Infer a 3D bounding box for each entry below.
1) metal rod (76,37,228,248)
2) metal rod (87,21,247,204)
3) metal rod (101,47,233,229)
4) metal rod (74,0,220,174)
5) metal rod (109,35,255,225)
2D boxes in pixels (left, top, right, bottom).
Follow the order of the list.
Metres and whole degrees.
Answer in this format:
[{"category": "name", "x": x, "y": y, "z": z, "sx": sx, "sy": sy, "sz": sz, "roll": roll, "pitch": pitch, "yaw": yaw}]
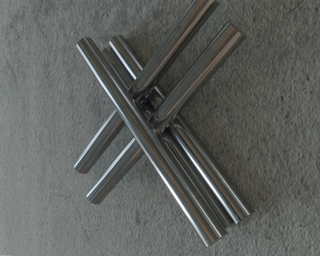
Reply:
[{"category": "metal rod", "x": -0.024, "y": -0.003, "z": 0.359, "sx": 0.025, "sy": 0.025, "sz": 0.299, "roll": -50, "pitch": 61, "yaw": 28}, {"category": "metal rod", "x": -0.009, "y": 0.001, "z": 0.379, "sx": 0.299, "sy": 0.025, "sz": 0.025, "roll": -49, "pitch": 61, "yaw": 28}, {"category": "metal rod", "x": -0.002, "y": -0.001, "z": 0.406, "sx": 0.025, "sy": 0.025, "sz": 0.299, "roll": -49, "pitch": 61, "yaw": 28}, {"category": "metal rod", "x": -0.032, "y": -0.040, "z": 0.398, "sx": 0.299, "sy": 0.025, "sz": 0.025, "roll": -49, "pitch": 61, "yaw": 28}, {"category": "metal rod", "x": 0.014, "y": -0.015, "z": 0.393, "sx": 0.025, "sy": 0.025, "sz": 0.299, "roll": -49, "pitch": 61, "yaw": 28}]
